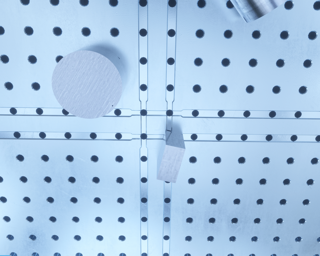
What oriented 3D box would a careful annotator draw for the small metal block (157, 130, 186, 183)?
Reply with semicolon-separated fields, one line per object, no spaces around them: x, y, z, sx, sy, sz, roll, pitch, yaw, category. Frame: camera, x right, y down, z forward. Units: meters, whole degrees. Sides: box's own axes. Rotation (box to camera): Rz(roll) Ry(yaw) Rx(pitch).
0.014;0.037;0.414;0.025;0.050;0.050;13;110;-5;small metal block

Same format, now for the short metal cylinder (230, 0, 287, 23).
0.111;-0.158;0.327;0.080;0.080;0.050;-37;106;12;short metal cylinder

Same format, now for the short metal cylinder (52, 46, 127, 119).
-0.084;-0.057;0.378;0.081;0.050;0.079;0;110;0;short metal cylinder
